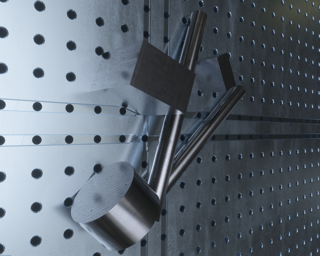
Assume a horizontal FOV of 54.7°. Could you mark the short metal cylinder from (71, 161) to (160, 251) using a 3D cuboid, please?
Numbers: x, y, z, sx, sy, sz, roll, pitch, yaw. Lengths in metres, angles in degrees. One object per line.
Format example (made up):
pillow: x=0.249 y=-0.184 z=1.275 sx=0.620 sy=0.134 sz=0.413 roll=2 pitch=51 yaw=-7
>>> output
short metal cylinder: x=-0.047 y=0.083 z=0.335 sx=0.080 sy=0.080 sz=0.050 roll=-51 pitch=121 yaw=-28

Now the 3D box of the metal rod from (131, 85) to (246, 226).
metal rod: x=0.044 y=0.033 z=0.448 sx=0.301 sy=0.025 sz=0.025 roll=-47 pitch=118 yaw=-30

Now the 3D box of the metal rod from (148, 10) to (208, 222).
metal rod: x=0.023 y=-0.029 z=0.413 sx=0.025 sy=0.025 sz=0.299 roll=29 pitch=67 yaw=-37

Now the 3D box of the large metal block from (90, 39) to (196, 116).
large metal block: x=-0.020 y=-0.052 z=0.358 sx=0.080 sy=0.080 sz=0.050 roll=24 pitch=75 yaw=-38

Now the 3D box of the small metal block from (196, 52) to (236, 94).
small metal block: x=0.079 y=-0.081 z=0.462 sx=0.025 sy=0.050 sz=0.050 roll=-32 pitch=110 yaw=-36
